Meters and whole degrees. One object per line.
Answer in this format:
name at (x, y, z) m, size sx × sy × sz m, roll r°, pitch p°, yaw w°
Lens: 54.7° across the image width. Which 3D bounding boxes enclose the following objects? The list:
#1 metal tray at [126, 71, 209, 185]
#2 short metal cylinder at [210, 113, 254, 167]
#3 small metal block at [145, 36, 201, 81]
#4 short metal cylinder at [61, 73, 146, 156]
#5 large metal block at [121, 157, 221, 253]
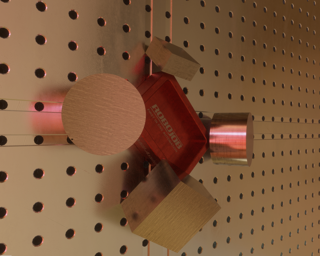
metal tray at (0.010, 0.001, 0.413) m, size 0.090 × 0.030 × 0.130 m, roll -49°, pitch 119°, yaw -29°
short metal cylinder at (0.109, 0.017, 0.464) m, size 0.080 × 0.050 × 0.079 m, roll 0°, pitch 90°, yaw -66°
small metal block at (0.017, -0.090, 0.403) m, size 0.050 × 0.050 × 0.025 m, roll 11°, pitch 121°, yaw -39°
short metal cylinder at (-0.059, -0.013, 0.324) m, size 0.081 × 0.050 × 0.079 m, roll 0°, pitch 91°, yaw -15°
large metal block at (0.013, 0.096, 0.382) m, size 0.080 × 0.050 × 0.080 m, roll -48°, pitch 124°, yaw 6°
